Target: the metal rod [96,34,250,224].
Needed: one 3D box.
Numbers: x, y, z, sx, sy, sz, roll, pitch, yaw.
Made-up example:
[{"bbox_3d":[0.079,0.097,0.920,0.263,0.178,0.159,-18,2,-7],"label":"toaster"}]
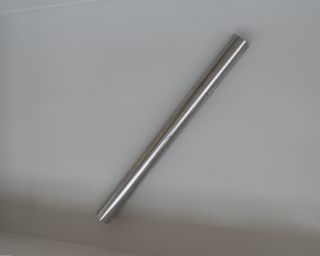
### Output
[{"bbox_3d":[0.010,0.009,0.406,0.025,0.025,0.299,41,102,15],"label":"metal rod"}]
